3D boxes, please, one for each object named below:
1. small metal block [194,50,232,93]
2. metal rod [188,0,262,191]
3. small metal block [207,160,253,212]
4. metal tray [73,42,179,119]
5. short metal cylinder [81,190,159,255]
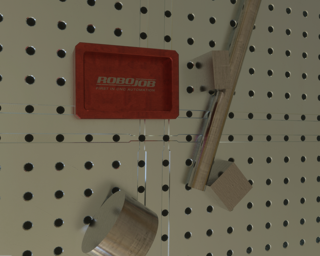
[{"bbox_3d":[0.072,-0.076,0.427,0.025,0.050,0.050,-6,92,-20],"label":"small metal block"},{"bbox_3d":[0.096,-0.057,0.449,0.025,0.025,0.299,20,83,-19],"label":"metal rod"},{"bbox_3d":[0.098,0.083,0.451,0.050,0.025,0.050,-42,104,-15],"label":"small metal block"},{"bbox_3d":[-0.041,-0.056,0.395,0.131,0.030,0.089,-1,90,-21],"label":"metal tray"},{"bbox_3d":[-0.047,0.122,0.367,0.050,0.080,0.080,39,78,-16],"label":"short metal cylinder"}]
